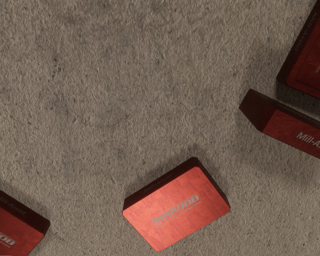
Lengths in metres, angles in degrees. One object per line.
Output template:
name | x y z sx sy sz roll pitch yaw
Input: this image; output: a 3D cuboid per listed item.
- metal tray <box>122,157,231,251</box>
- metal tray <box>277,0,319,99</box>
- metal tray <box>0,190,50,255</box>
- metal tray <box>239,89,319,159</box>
metal tray | 0.023 0.112 0.449 0.130 0.030 0.090 -34 107 11
metal tray | 0.215 -0.099 0.373 0.091 0.030 0.129 20 109 -8
metal tray | -0.244 0.142 0.456 0.130 0.030 0.090 38 105 -13
metal tray | 0.169 0.001 0.377 0.131 0.090 0.030 23 108 -9
